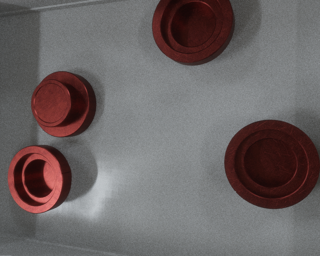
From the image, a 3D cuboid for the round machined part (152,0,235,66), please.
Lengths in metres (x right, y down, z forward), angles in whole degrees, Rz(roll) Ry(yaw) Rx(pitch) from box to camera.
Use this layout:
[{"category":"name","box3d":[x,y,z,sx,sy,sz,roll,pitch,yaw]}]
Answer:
[{"category":"round machined part","box3d":[0.043,-0.126,0.386,0.098,0.042,0.097,0,90,20]}]

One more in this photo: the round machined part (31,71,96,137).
[{"category":"round machined part","box3d":[-0.147,-0.035,0.453,0.098,0.042,0.097,0,90,20]}]

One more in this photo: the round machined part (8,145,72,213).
[{"category":"round machined part","box3d":[-0.173,0.074,0.462,0.098,0.042,0.097,0,90,20]}]

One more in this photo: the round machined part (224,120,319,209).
[{"category":"round machined part","box3d":[0.127,0.040,0.357,0.098,0.042,0.097,0,90,20]}]
